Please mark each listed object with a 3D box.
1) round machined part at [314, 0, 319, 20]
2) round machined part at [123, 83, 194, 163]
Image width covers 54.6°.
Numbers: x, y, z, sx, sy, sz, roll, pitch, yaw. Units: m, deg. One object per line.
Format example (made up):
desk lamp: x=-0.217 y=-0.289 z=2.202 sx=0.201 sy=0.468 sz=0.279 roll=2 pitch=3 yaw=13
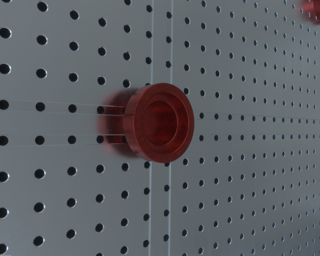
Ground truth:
round machined part: x=0.409 y=-0.303 z=0.738 sx=0.099 sy=0.042 sz=0.097 roll=0 pitch=90 yaw=-40
round machined part: x=-0.006 y=-0.006 z=0.392 sx=0.099 sy=0.042 sz=0.097 roll=0 pitch=90 yaw=-40
